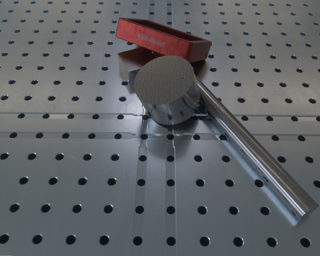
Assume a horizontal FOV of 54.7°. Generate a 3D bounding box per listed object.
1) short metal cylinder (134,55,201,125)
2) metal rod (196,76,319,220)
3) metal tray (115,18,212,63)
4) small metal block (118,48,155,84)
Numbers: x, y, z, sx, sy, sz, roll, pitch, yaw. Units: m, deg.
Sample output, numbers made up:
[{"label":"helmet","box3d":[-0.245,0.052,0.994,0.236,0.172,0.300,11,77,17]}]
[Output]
[{"label":"short metal cylinder","box3d":[0.011,-0.051,0.420,0.080,0.050,0.080,-8,58,14]},{"label":"metal rod","box3d":[0.088,-0.010,0.416,0.025,0.025,0.300,-23,54,-18]},{"label":"metal tray","box3d":[0.007,-0.143,0.498,0.130,0.030,0.090,25,26,19]},{"label":"small metal block","box3d":[-0.034,-0.101,0.492,0.050,0.025,0.050,-18,53,-15]}]
